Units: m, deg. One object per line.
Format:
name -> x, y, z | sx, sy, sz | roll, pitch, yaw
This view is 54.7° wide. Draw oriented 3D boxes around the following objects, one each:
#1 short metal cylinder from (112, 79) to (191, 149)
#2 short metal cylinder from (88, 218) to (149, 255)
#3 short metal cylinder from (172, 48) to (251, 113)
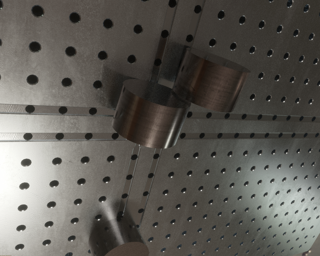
short metal cylinder -> -0.010, -0.018, 0.360 | 0.081, 0.080, 0.050 | 5, 116, -31
short metal cylinder -> -0.064, 0.186, 0.477 | 0.081, 0.050, 0.079 | -14, 125, -21
short metal cylinder -> 0.061, -0.059, 0.374 | 0.081, 0.080, 0.050 | 6, 116, -31
